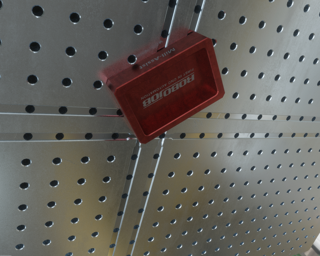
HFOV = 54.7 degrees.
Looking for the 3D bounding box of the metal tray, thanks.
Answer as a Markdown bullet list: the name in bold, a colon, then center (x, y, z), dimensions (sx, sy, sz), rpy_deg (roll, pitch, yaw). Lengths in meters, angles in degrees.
- **metal tray**: center (0.012, -0.049, 0.385), dimensions (0.131, 0.030, 0.090), rpy_deg (-31, 129, -9)
